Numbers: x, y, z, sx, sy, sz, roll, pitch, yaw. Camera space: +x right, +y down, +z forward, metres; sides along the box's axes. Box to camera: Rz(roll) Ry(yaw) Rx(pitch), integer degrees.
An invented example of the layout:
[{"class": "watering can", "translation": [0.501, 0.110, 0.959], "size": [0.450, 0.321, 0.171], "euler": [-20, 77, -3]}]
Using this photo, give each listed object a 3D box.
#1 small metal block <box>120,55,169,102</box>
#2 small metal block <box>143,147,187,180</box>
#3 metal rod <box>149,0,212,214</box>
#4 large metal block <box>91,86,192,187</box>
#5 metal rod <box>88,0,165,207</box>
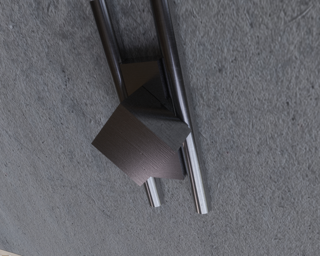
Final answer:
[{"class": "small metal block", "translation": [-0.015, -0.059, 0.377], "size": [0.050, 0.025, 0.050], "euler": [1, 119, 27]}, {"class": "small metal block", "translation": [0.010, 0.042, 0.427], "size": [0.050, 0.025, 0.050], "euler": [1, 119, 27]}, {"class": "metal rod", "translation": [0.030, -0.015, 0.382], "size": [0.025, 0.025, 0.298], "euler": [0, 119, 27]}, {"class": "large metal block", "translation": [-0.023, 0.011, 0.375], "size": [0.080, 0.050, 0.080], "euler": [42, 129, -1]}, {"class": "metal rod", "translation": [-0.037, -0.016, 0.417], "size": [0.025, 0.025, 0.298], "euler": [0, 119, 27]}]
